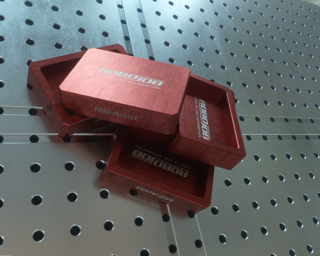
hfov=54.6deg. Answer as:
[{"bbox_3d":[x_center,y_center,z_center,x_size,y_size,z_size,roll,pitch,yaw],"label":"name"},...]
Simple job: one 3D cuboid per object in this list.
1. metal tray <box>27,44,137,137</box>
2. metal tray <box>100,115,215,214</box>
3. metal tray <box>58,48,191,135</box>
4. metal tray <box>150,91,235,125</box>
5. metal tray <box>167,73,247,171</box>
[{"bbox_3d":[-0.084,-0.053,0.391,0.131,0.030,0.090,-25,75,-36],"label":"metal tray"},{"bbox_3d":[0.003,0.040,0.381,0.131,0.030,0.090,24,53,-14],"label":"metal tray"},{"bbox_3d":[-0.037,-0.046,0.361,0.131,0.030,0.090,13,45,6],"label":"metal tray"},{"bbox_3d":[0.046,-0.031,0.447,0.131,0.030,0.090,17,55,-17],"label":"metal tray"},{"bbox_3d":[0.056,-0.015,0.403,0.091,0.030,0.130,18,43,-17],"label":"metal tray"}]
